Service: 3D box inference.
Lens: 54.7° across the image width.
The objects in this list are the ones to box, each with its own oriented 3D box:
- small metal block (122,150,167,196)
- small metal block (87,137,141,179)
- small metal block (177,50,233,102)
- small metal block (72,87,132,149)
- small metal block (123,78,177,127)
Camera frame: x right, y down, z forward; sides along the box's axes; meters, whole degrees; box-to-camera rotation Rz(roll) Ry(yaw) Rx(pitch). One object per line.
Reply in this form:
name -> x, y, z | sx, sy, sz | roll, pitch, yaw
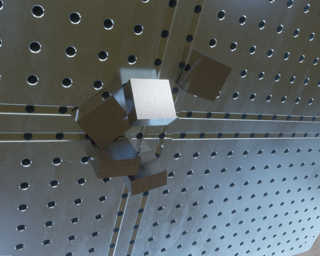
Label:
small metal block -> -0.024, 0.060, 0.420 | 0.050, 0.050, 0.025 | -14, 124, -21
small metal block -> -0.058, 0.036, 0.386 | 0.050, 0.050, 0.025 | -2, 120, -28
small metal block -> 0.058, -0.067, 0.403 | 0.050, 0.025, 0.050 | 14, 111, -35
small metal block -> -0.066, -0.011, 0.368 | 0.050, 0.025, 0.050 | -36, 129, -3
small metal block -> -0.013, -0.030, 0.369 | 0.050, 0.050, 0.025 | -3, 162, -28
